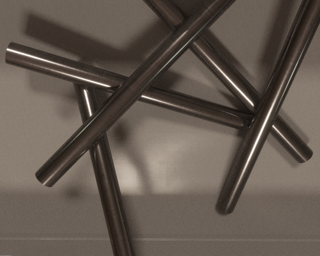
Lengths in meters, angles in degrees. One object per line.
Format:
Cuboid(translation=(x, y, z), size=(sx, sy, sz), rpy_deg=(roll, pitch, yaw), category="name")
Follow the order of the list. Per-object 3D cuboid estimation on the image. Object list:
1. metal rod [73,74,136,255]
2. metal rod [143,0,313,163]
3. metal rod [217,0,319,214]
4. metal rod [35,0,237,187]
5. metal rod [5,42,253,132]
Cuboid(translation=(-0.061, 0.078, 0.374), size=(0.025, 0.025, 0.298), rpy_deg=(-15, 85, 5), category="metal rod")
Cuboid(translation=(0.093, -0.060, 0.390), size=(0.300, 0.025, 0.025), rpy_deg=(43, 104, -15), category="metal rod")
Cuboid(translation=(0.128, -0.009, 0.383), size=(0.025, 0.025, 0.298), rpy_deg=(11, 120, -5), category="metal rod")
Cuboid(translation=(-0.029, -0.046, 0.350), size=(0.300, 0.025, 0.025), rpy_deg=(-45, 105, 4), category="metal rod")
Cuboid(translation=(-0.025, -0.045, 0.378), size=(0.302, 0.025, 0.025), rpy_deg=(15, 110, -13), category="metal rod")
